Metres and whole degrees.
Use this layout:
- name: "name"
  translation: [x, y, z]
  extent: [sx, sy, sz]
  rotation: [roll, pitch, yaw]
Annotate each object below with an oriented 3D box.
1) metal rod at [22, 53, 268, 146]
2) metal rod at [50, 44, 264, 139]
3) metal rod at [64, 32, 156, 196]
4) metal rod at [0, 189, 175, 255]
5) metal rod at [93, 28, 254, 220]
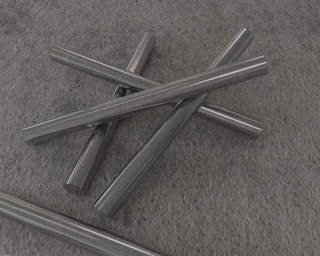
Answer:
- name: "metal rod"
  translation: [-0.024, -0.031, 0.374]
  extent: [0.301, 0.025, 0.025]
  rotation: [-16, 50, 8]
- name: "metal rod"
  translation: [-0.009, -0.052, 0.420]
  extent: [0.301, 0.025, 0.025]
  rotation: [22, 53, 7]
- name: "metal rod"
  translation: [-0.057, -0.042, 0.437]
  extent: [0.025, 0.025, 0.300]
  rotation: [12, 51, 9]
- name: "metal rod"
  translation: [-0.049, 0.116, 0.305]
  extent: [0.301, 0.025, 0.025]
  rotation: [16, 52, 13]
- name: "metal rod"
  translation: [0.029, -0.019, 0.379]
  extent: [0.025, 0.025, 0.301]
  rotation: [31, 68, 23]
